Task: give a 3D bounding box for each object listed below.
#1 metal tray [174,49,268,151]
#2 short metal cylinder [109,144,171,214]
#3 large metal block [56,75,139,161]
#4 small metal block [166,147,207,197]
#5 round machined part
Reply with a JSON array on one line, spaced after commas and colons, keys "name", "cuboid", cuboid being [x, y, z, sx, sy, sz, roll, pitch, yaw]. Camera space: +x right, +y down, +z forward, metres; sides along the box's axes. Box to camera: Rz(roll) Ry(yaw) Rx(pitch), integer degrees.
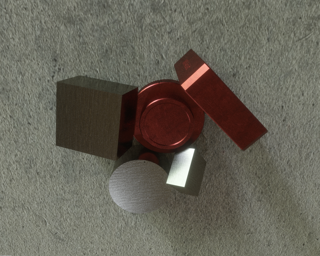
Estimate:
[{"name": "metal tray", "cuboid": [0.060, -0.038, 0.341, 0.030, 0.130, 0.090, -43, 105, 14]}, {"name": "short metal cylinder", "cuboid": [-0.026, 0.068, 0.423, 0.081, 0.050, 0.079, 0, 110, -1]}, {"name": "large metal block", "cuboid": [-0.077, -0.014, 0.378, 0.080, 0.050, 0.079, 13, 111, 13]}, {"name": "small metal block", "cuboid": [0.037, 0.058, 0.408, 0.025, 0.050, 0.050, 6, 158, 30]}, {"name": "round machined part", "cuboid": [0.009, -0.011, 0.399, 0.099, 0.042, 0.097, 0, 110, -1]}]
